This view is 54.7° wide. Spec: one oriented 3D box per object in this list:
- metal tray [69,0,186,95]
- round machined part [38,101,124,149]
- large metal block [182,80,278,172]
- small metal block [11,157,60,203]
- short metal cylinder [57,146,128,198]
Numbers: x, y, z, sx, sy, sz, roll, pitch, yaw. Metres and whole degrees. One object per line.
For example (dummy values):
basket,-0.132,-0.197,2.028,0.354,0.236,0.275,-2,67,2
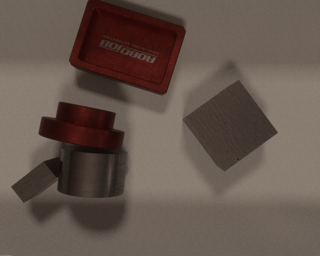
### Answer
metal tray,-0.041,-0.105,0.408,0.131,0.030,0.090,17,90,-1
round machined part,-0.091,-0.005,0.374,0.099,0.098,0.042,11,90,-1
large metal block,0.087,-0.003,0.400,0.080,0.050,0.080,-36,90,0
small metal block,-0.151,0.065,0.396,0.050,0.050,0.025,-38,90,2
short metal cylinder,-0.083,0.052,0.383,0.081,0.080,0.050,5,90,-1
